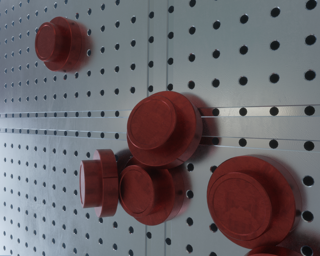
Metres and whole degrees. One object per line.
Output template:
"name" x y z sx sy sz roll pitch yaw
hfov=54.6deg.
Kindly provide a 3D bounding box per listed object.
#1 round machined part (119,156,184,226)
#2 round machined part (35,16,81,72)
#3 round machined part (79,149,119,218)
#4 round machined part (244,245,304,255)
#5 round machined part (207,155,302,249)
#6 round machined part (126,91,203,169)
"round machined part" -0.020 0.082 0.416 0.098 0.042 0.097 0 90 40
"round machined part" -0.188 -0.151 0.555 0.098 0.042 0.097 0 90 40
"round machined part" -0.092 0.080 0.448 0.098 0.042 0.097 180 90 -69
"round machined part" 0.119 0.161 0.297 0.098 0.042 0.097 4 97 37
"round machined part" 0.091 0.078 0.324 0.098 0.042 0.097 0 90 40
"round machined part" -0.001 -0.001 0.380 0.098 0.042 0.098 -11 67 27
